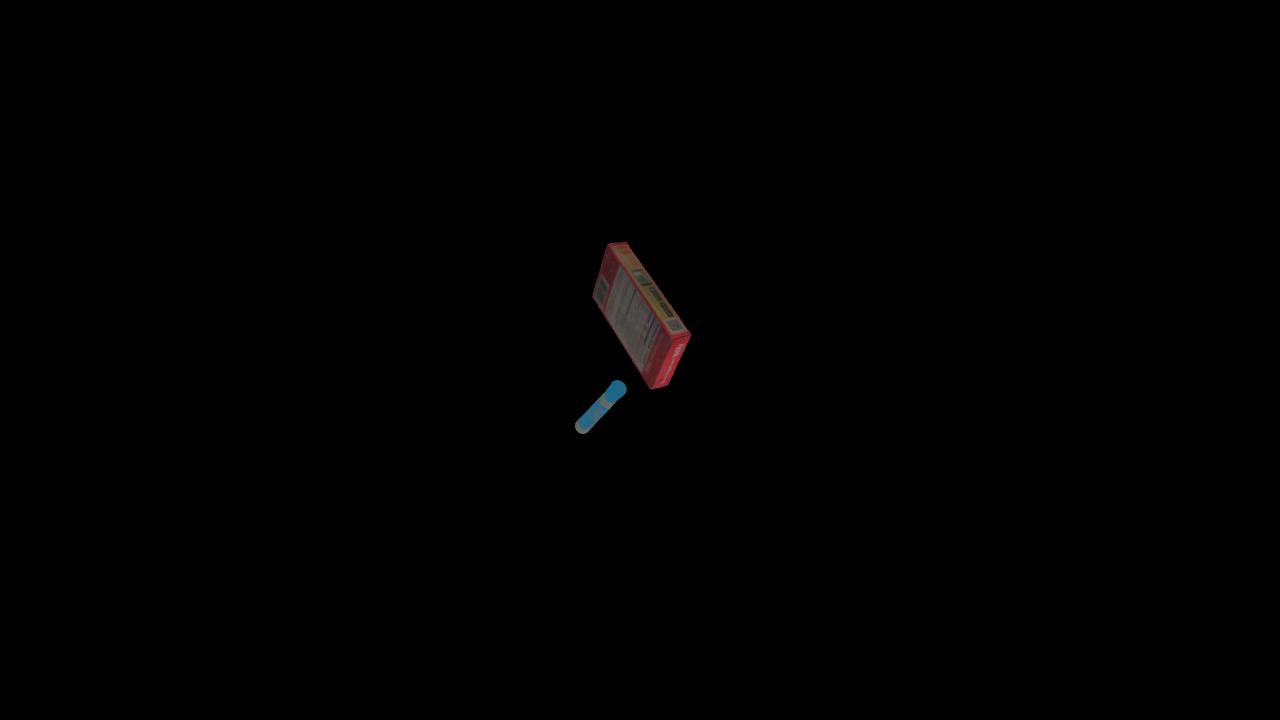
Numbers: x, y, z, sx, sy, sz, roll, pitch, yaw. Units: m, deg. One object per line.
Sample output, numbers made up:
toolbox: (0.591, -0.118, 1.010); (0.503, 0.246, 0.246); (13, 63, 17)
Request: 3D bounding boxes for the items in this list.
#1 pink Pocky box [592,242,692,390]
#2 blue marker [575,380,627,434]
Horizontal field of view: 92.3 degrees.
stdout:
pink Pocky box: (-0.002, -0.051, 0.688); (0.029, 0.155, 0.084); (-13, -36, -29)
blue marker: (-0.045, 0.054, 0.698); (0.020, 0.020, 0.121); (0, -27, -28)
